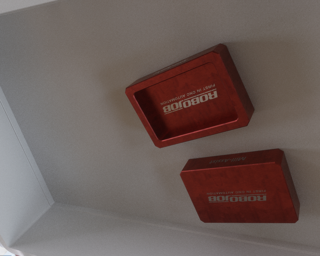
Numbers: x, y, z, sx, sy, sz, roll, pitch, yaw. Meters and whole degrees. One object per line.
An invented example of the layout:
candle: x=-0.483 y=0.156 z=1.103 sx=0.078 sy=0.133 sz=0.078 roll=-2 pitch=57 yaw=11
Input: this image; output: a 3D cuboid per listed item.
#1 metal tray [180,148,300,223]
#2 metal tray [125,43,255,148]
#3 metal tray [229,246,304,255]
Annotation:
metal tray: x=0.101 y=0.079 z=0.401 sx=0.130 sy=0.030 sz=0.090 roll=-11 pitch=113 yaw=33
metal tray: x=0.032 y=-0.032 z=0.368 sx=0.130 sy=0.030 sz=0.090 roll=-17 pitch=110 yaw=34
metal tray: x=0.154 y=0.213 z=0.420 sx=0.130 sy=0.090 sz=0.030 roll=-3 pitch=117 yaw=29
